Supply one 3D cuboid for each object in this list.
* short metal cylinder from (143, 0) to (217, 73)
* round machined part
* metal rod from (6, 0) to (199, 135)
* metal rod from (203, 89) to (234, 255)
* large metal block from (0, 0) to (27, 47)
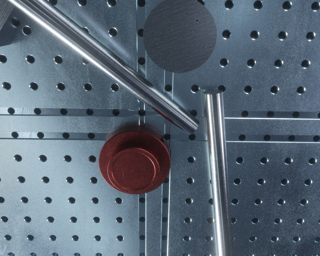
[{"bbox_3d":[0.022,-0.108,0.361,0.081,0.050,0.079,0,110,-1],"label":"short metal cylinder"},{"bbox_3d":[-0.035,0.049,0.422,0.099,0.042,0.097,0,110,-1],"label":"round machined part"},{"bbox_3d":[-0.067,-0.081,0.351,0.301,0.025,0.025,36,106,-25],"label":"metal rod"},{"bbox_3d":[0.088,0.092,0.448,0.025,0.025,0.298,-7,110,2],"label":"metal rod"},{"bbox_3d":[-0.194,-0.148,0.343,0.080,0.050,0.080,36,106,-13],"label":"large metal block"}]
